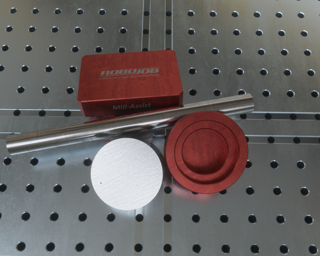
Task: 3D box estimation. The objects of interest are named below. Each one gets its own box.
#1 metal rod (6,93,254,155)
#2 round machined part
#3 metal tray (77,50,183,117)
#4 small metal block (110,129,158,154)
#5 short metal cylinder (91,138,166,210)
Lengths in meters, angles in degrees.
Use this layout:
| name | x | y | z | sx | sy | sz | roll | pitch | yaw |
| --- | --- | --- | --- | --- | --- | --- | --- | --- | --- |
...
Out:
| name | x | y | z | sx | sy | sz | roll | pitch | yaw |
| --- | --- | --- | --- | --- | --- | --- | --- | --- | --- |
| metal rod | -0.032 | -0.006 | 0.386 | 0.302 | 0.025 | 0.025 | -10 | 71 | -4 |
| round machined part | 0.054 | 0.028 | 0.381 | 0.099 | 0.042 | 0.097 | 0 | 92 | -4 |
| metal tray | -0.039 | -0.062 | 0.416 | 0.131 | 0.030 | 0.090 | -4 | 51 | -3 |
| small metal block | -0.035 | 0.013 | 0.415 | 0.050 | 0.025 | 0.050 | 17 | 71 | 5 |
| short metal cylinder | -0.035 | 0.051 | 0.367 | 0.080 | 0.050 | 0.079 | 0 | 88 | 5 |
